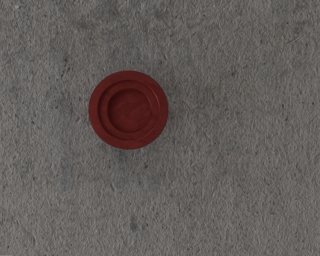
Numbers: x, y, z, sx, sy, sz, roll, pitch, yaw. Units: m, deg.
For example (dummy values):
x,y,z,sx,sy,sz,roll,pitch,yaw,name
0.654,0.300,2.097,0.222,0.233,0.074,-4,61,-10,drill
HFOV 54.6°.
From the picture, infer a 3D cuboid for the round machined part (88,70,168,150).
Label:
x,y,z,sx,sy,sz,roll,pitch,yaw,name
-0.039,-0.022,0.401,0.099,0.042,0.097,0,90,0,round machined part
